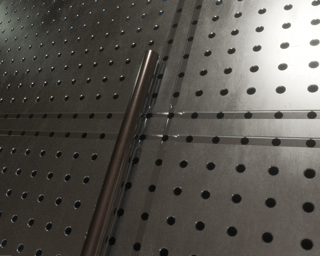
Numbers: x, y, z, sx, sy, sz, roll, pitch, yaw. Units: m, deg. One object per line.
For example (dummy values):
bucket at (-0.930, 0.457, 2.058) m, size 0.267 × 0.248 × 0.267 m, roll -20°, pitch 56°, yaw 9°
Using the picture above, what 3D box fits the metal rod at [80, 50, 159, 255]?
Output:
metal rod at (-0.046, 0.019, 0.419) m, size 0.025 × 0.025 × 0.300 m, roll 0°, pitch 62°, yaw 28°
